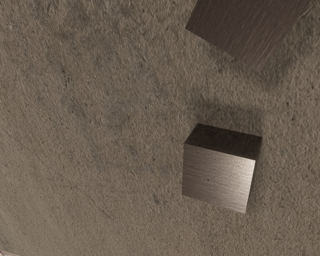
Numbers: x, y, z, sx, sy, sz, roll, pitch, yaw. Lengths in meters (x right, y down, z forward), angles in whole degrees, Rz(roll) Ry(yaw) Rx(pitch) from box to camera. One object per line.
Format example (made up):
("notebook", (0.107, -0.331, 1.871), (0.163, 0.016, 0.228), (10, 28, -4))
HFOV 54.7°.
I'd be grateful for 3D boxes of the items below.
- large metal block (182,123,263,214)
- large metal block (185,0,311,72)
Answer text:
("large metal block", (0.075, 0.048, 0.380), (0.080, 0.050, 0.079), (13, 124, 20))
("large metal block", (0.082, -0.111, 0.278), (0.080, 0.050, 0.079), (32, 128, 6))
